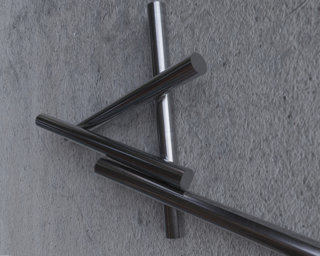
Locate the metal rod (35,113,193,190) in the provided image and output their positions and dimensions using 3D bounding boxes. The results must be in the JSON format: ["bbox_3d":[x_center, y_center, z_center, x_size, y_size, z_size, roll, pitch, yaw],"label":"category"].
[{"bbox_3d":[-0.085,0.022,0.437,0.300,0.025,0.025,17,101,37],"label":"metal rod"}]

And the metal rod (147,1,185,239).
[{"bbox_3d":[0.007,-0.013,0.399,0.025,0.025,0.298,-8,85,40],"label":"metal rod"}]

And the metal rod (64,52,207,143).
[{"bbox_3d":[-0.057,-0.027,0.429,0.299,0.025,0.025,-23,76,45],"label":"metal rod"}]

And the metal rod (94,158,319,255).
[{"bbox_3d":[0.044,0.088,0.343,0.300,0.025,0.025,16,100,31],"label":"metal rod"}]
